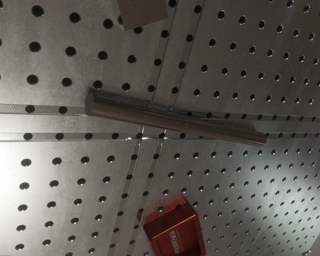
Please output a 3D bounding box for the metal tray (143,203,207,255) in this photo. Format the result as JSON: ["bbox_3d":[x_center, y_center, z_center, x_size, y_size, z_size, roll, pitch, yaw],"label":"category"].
[{"bbox_3d":[0.030,0.203,0.552,0.091,0.030,0.129,-25,128,-14],"label":"metal tray"}]

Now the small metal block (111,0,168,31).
[{"bbox_3d":[-0.023,-0.133,0.317,0.050,0.025,0.050,-22,127,-15],"label":"small metal block"}]

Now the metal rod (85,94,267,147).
[{"bbox_3d":[0.044,-0.004,0.434,0.302,0.025,0.025,11,113,-33],"label":"metal rod"}]
